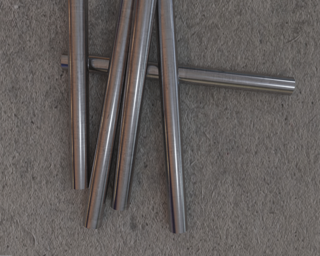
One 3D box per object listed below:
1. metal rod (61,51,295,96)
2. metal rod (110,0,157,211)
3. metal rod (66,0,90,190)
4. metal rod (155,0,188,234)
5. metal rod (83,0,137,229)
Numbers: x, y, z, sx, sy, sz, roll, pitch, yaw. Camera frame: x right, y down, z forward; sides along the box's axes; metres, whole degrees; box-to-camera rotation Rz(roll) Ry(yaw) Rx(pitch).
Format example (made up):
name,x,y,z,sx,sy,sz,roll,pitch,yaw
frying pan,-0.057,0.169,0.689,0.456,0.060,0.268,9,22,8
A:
name,x,y,z,sx,sy,sz,roll,pitch,yaw
metal rod,0.024,-0.072,0.409,0.302,0.025,0.025,6,90,0
metal rod,-0.032,-0.041,0.380,0.025,0.025,0.298,8,102,0
metal rod,-0.101,-0.070,0.385,0.025,0.025,0.298,1,99,0
metal rod,0.014,-0.013,0.391,0.025,0.025,0.298,-4,97,0
metal rod,-0.062,-0.018,0.391,0.025,0.025,0.298,11,97,0
